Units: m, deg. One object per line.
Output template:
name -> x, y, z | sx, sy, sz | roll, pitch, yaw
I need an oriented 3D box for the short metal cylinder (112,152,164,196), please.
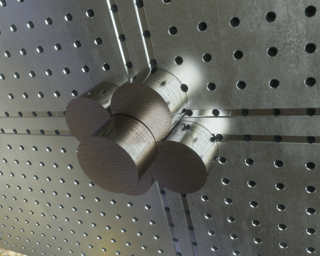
short metal cylinder -> -0.038, 0.049, 0.443 | 0.080, 0.050, 0.079 | 13, 124, 20

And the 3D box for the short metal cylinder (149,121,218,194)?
short metal cylinder -> 0.030, 0.038, 0.401 | 0.080, 0.050, 0.079 | 13, 124, 20

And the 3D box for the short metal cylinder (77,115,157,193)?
short metal cylinder -> -0.051, 0.031, 0.372 | 0.080, 0.050, 0.079 | 13, 125, 19

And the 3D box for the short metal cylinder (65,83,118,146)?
short metal cylinder -> -0.081, -0.016, 0.425 | 0.080, 0.050, 0.079 | 13, 124, 20

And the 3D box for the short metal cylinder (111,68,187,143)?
short metal cylinder -> -0.013, -0.028, 0.382 | 0.080, 0.050, 0.079 | 13, 124, 20
